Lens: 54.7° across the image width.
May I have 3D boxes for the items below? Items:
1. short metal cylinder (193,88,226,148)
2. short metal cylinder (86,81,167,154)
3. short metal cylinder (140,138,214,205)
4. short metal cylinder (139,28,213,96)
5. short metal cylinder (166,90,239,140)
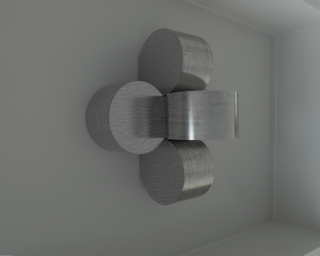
[{"bbox_3d":[0.057,-0.013,0.435,0.081,0.050,0.080,0,90,-40],"label":"short metal cylinder"},{"bbox_3d":[-0.037,-0.012,0.357,0.081,0.050,0.080,0,90,-40],"label":"short metal cylinder"},{"bbox_3d":[0.020,0.051,0.385,0.050,0.080,0.079,-3,92,-41],"label":"short metal cylinder"},{"bbox_3d":[0.018,-0.078,0.383,0.050,0.080,0.079,-3,92,-41],"label":"short metal cylinder"},{"bbox_3d":[0.048,-0.014,0.351,0.081,0.080,0.050,-2,91,-40],"label":"short metal cylinder"}]
